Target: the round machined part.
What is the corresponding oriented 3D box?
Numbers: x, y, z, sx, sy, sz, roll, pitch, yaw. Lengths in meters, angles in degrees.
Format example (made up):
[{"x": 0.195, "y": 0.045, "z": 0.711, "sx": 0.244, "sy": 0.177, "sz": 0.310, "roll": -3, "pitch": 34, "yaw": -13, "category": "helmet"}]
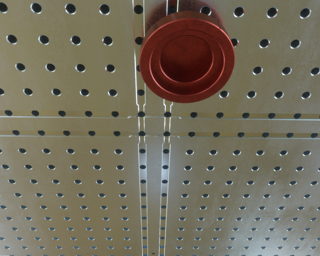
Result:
[{"x": 0.028, "y": -0.078, "z": 0.334, "sx": 0.099, "sy": 0.042, "sz": 0.097, "roll": -1, "pitch": 130, "yaw": 0, "category": "round machined part"}]
